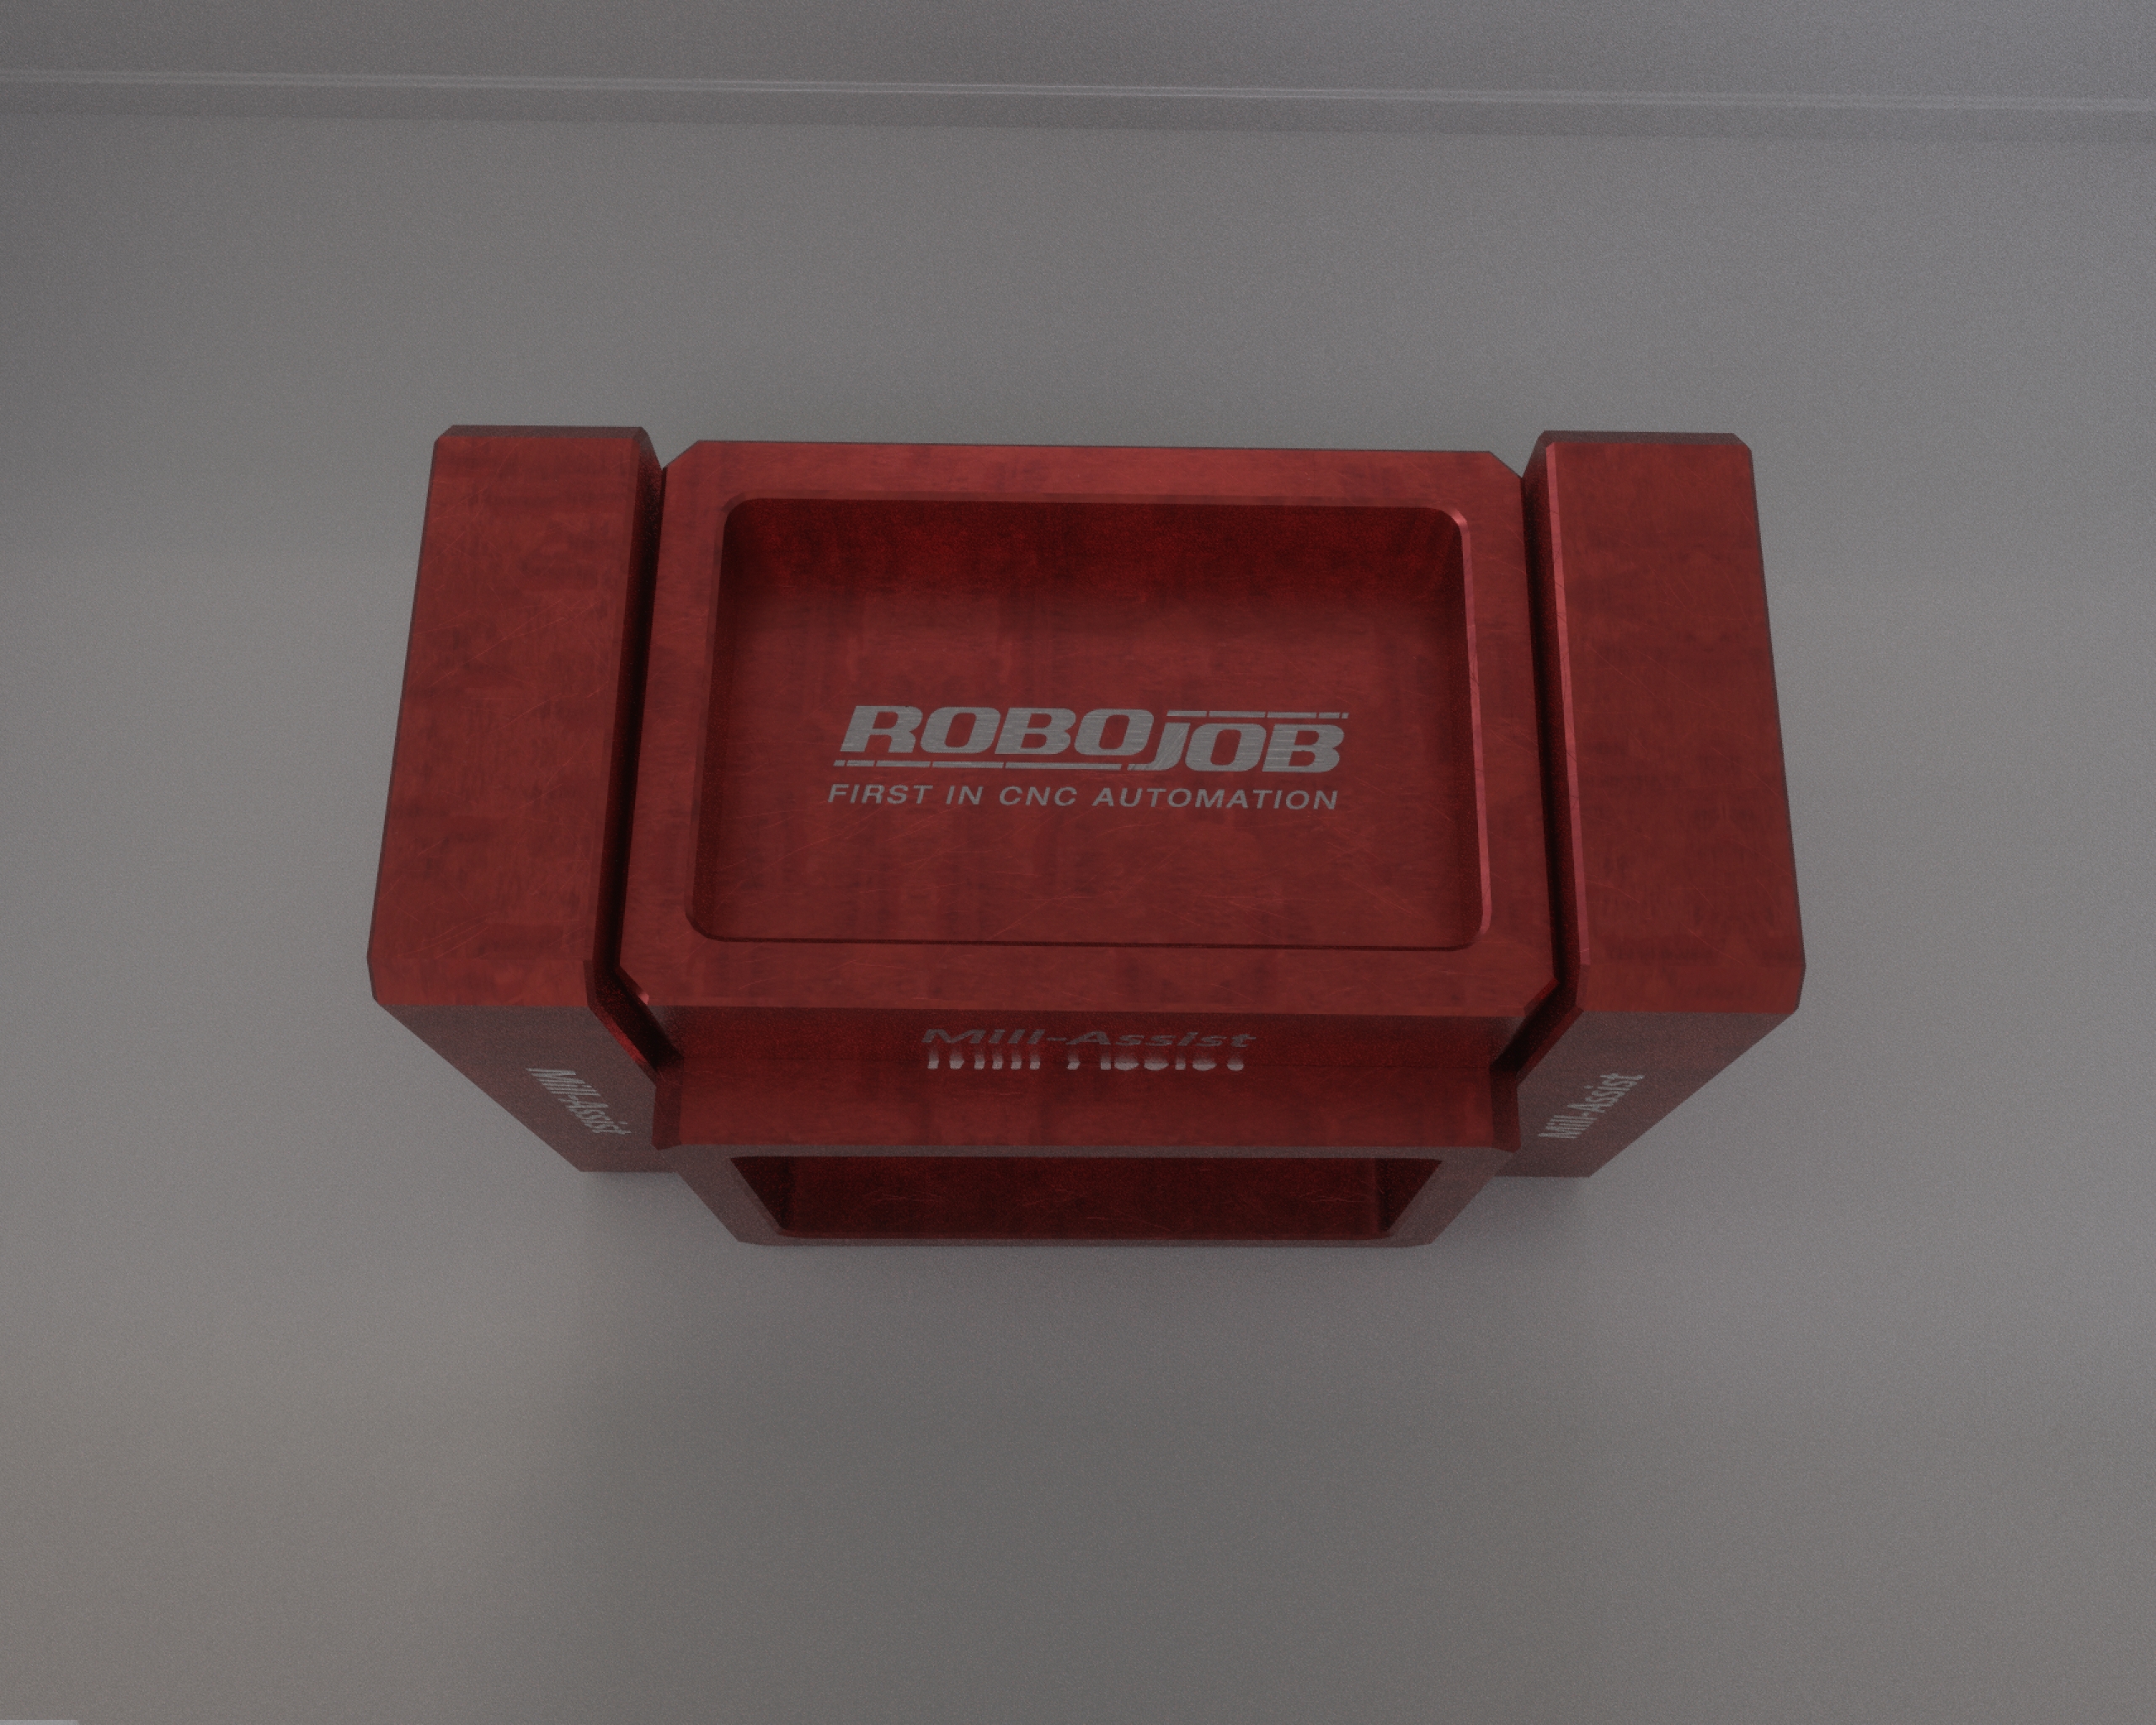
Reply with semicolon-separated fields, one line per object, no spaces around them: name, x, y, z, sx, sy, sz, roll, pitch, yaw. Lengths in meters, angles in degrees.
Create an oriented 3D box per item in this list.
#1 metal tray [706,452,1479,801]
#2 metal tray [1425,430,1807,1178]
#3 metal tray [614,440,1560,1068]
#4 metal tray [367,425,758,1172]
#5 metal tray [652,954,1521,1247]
metal tray;0.002;-0.041;0.387;0.131;0.090;0.030;0;71;0
metal tray;0.083;-0.002;0.353;0.030;0.130;0.090;1;71;0
metal tray;0.002;-0.017;0.315;0.131;0.030;0.090;1;70;0
metal tray;-0.080;-0.003;0.353;0.030;0.130;0.090;1;71;0
metal tray;0.001;0.043;0.356;0.131;0.090;0.030;0;70;0
